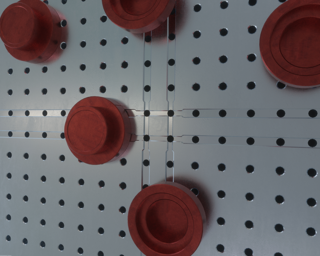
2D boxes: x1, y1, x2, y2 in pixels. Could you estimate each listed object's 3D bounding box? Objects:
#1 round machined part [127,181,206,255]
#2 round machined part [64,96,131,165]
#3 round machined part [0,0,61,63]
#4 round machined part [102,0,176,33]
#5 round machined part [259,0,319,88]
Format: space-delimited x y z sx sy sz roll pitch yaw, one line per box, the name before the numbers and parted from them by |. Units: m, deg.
round machined part | 0.011 0.117 0.400 0.098 0.042 0.097 0 90 20
round machined part | -0.094 0.003 0.437 0.098 0.042 0.097 0 90 20
round machined part | -0.206 -0.152 0.477 0.098 0.042 0.097 0 90 20
round machined part | -0.024 -0.175 0.413 0.098 0.042 0.097 0 90 20
round machined part | 0.163 -0.093 0.346 0.098 0.042 0.097 0 90 20
